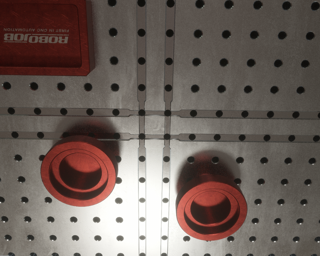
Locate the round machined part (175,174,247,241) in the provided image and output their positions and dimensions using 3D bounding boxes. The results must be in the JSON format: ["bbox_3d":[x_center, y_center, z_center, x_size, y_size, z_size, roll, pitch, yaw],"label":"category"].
[{"bbox_3d":[0.071,0.109,0.446,0.099,0.042,0.097,0,110,-1],"label":"round machined part"}]

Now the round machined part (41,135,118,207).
[{"bbox_3d":[-0.106,0.055,0.423,0.099,0.042,0.097,0,110,-1],"label":"round machined part"}]

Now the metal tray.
[{"bbox_3d":[-0.148,-0.110,0.368,0.131,0.030,0.089,1,110,-1],"label":"metal tray"}]
